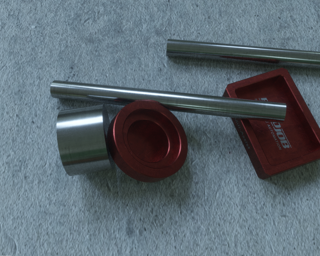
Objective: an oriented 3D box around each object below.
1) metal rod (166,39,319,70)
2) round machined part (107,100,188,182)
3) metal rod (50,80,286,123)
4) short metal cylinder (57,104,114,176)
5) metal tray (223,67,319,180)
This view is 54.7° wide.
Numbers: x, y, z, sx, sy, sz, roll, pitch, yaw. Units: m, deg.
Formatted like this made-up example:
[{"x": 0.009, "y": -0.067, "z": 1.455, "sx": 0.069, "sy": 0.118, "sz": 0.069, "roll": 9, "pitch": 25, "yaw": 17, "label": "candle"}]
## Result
[{"x": 0.160, "y": -0.103, "z": 0.447, "sx": 0.302, "sy": 0.025, "sz": 0.025, "roll": 5, "pitch": 70, "yaw": 1, "label": "metal rod"}, {"x": -0.018, "y": 0.019, "z": 0.377, "sx": 0.099, "sy": 0.042, "sz": 0.098, "roll": 15, "pitch": 59, "yaw": -26, "label": "round machined part"}, {"x": 0.003, "y": -0.036, "z": 0.401, "sx": 0.301, "sy": 0.025, "sz": 0.025, "roll": 7, "pitch": 70, "yaw": 10, "label": "metal rod"}, {"x": -0.087, "y": 0.014, "z": 0.373, "sx": 0.050, "sy": 0.080, "sz": 0.080, "roll": -8, "pitch": 70, "yaw": -3, "label": "short metal cylinder"}, {"x": 0.150, "y": -0.008, "z": 0.409, "sx": 0.091, "sy": 0.030, "sz": 0.130, "roll": -18, "pitch": 71, "yaw": -7, "label": "metal tray"}]
